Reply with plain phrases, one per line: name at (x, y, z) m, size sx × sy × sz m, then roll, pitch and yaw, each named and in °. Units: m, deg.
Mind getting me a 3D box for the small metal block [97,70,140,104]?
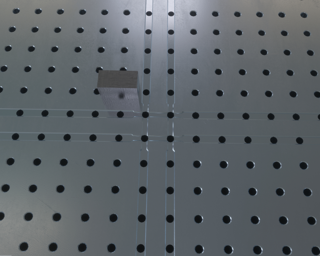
small metal block at (-0.054, -0.054, 0.418) m, size 0.050 × 0.050 × 0.025 m, roll 1°, pitch 70°, yaw 0°
